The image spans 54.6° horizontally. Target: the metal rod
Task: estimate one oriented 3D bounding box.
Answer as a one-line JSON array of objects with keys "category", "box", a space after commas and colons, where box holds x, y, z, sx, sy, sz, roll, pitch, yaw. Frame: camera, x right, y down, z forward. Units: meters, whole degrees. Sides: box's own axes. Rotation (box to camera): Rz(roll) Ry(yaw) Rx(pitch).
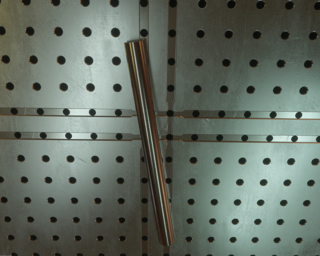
[{"category": "metal rod", "box": [-0.010, 0.034, 0.425, 0.025, 0.025, 0.298, -8, 110, 3]}]
